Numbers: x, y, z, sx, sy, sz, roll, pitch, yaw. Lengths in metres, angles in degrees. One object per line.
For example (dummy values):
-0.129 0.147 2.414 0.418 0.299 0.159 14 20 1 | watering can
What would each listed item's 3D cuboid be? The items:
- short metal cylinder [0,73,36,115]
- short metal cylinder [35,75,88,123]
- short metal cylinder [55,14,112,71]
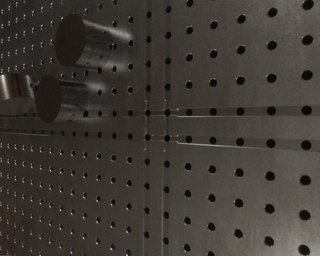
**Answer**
-0.284 -0.064 0.604 0.080 0.081 0.050 -29 72 36 | short metal cylinder
-0.169 -0.048 0.529 0.080 0.050 0.079 0 90 39 | short metal cylinder
-0.122 -0.133 0.491 0.080 0.050 0.079 0 90 39 | short metal cylinder
